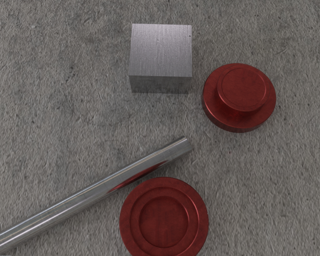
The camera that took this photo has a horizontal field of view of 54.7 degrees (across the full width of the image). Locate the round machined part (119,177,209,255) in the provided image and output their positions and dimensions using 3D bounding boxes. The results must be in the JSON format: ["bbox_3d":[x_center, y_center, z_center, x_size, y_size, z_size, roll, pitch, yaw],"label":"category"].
[{"bbox_3d":[0.005,0.109,0.359,0.099,0.042,0.098,0,70,0],"label":"round machined part"}]

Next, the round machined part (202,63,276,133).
[{"bbox_3d":[0.108,-0.046,0.417,0.099,0.042,0.098,0,70,0],"label":"round machined part"}]

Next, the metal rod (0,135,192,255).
[{"bbox_3d":[-0.097,0.088,0.375,0.302,0.025,0.025,-27,73,-10],"label":"metal rod"}]

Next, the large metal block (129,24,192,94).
[{"bbox_3d":[0.002,-0.095,0.430,0.080,0.050,0.080,2,70,0],"label":"large metal block"}]
